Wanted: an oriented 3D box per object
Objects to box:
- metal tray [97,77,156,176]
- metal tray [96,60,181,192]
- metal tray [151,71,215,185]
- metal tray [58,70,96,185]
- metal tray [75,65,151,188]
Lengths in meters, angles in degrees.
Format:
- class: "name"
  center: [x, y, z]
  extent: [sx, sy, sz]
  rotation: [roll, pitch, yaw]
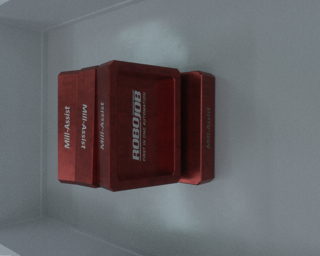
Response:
- class: "metal tray"
  center: [-0.049, -0.003, 0.441]
  extent: [0.090, 0.030, 0.129]
  rotation: [1, 90, 40]
- class: "metal tray"
  center: [-0.021, -0.002, 0.337]
  extent: [0.030, 0.091, 0.129]
  rotation: [0, 90, 54]
- class: "metal tray"
  center: [0.021, -0.001, 0.384]
  extent: [0.090, 0.030, 0.129]
  rotation: [1, 90, 40]
- class: "metal tray"
  center: [-0.084, -0.001, 0.389]
  extent: [0.030, 0.090, 0.129]
  rotation: [0, 90, 27]
- class: "metal tray"
  center: [-0.052, 0.000, 0.364]
  extent: [0.030, 0.091, 0.129]
  rotation: [0, 88, 40]
